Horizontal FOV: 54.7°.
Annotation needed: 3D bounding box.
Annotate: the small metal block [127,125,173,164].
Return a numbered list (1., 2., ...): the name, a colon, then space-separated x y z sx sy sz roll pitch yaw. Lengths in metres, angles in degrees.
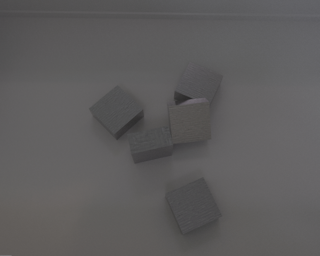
1. small metal block: -0.012 0.022 0.388 0.050 0.050 0.025 -12 71 -4

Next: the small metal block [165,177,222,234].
1. small metal block: 0.039 0.094 0.375 0.050 0.025 0.050 -22 72 -8

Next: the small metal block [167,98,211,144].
1. small metal block: 0.037 -0.010 0.400 0.050 0.025 0.050 -7 107 -3

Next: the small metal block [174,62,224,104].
1. small metal block: 0.053 -0.056 0.430 0.050 0.025 0.050 25 72 8

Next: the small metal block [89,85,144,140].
1. small metal block: -0.058 -0.021 0.417 0.050 0.025 0.050 -42 76 -14
